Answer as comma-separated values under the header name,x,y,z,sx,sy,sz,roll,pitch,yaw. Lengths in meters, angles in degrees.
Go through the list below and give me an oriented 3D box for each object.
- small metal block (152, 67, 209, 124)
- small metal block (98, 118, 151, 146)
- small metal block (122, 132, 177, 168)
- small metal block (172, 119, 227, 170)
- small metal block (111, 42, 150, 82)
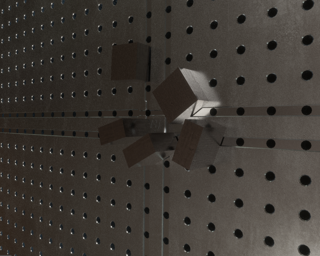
name,x,y,z,sx,sy,sz,roll,pitch,yaw
small metal block,0.025,-0.039,0.387,0.050,0.025,0.050,-41,66,32
small metal block,-0.049,0.006,0.431,0.050,0.050,0.025,-19,78,38
small metal block,-0.011,0.028,0.400,0.050,0.050,0.025,-34,70,34
small metal block,0.045,0.018,0.354,0.025,0.050,0.050,27,107,36
small metal block,-0.043,-0.092,0.443,0.050,0.025,0.050,5,93,39
